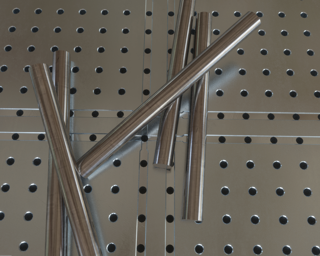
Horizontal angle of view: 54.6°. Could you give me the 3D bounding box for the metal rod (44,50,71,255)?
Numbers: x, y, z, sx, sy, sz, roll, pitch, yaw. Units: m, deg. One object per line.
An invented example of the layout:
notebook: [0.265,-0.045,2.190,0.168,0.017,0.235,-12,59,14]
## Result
metal rod: [-0.130,0.034,0.398,0.025,0.025,0.299,-4,70,-2]

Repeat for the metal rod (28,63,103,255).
metal rod: [-0.107,0.062,0.368,0.025,0.025,0.299,-18,79,-6]

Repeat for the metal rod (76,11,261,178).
metal rod: [0.011,-0.045,0.401,0.300,0.025,0.025,-41,75,-3]

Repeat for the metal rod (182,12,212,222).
metal rod: [0.053,-0.029,0.422,0.025,0.025,0.299,5,70,2]

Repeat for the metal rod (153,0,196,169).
metal rod: [0.026,-0.090,0.444,0.025,0.025,0.299,8,70,3]
